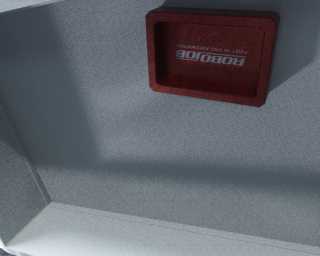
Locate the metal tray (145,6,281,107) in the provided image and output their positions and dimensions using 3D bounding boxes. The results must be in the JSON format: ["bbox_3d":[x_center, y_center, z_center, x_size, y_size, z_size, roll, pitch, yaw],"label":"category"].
[{"bbox_3d":[0.052,-0.077,0.329,0.130,0.030,0.089,11,123,21],"label":"metal tray"}]
